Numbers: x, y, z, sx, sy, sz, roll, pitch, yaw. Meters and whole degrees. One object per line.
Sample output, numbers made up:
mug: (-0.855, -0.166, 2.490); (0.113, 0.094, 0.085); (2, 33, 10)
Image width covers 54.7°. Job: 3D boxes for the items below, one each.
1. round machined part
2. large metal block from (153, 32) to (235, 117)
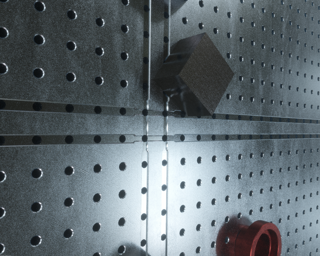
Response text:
round machined part: (0.169, 0.211, 0.544); (0.099, 0.042, 0.097); (0, 90, -40)
large metal block: (0.050, -0.073, 0.437); (0.080, 0.050, 0.080); (46, 63, -31)
